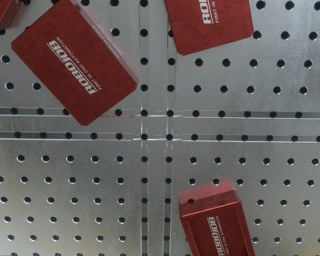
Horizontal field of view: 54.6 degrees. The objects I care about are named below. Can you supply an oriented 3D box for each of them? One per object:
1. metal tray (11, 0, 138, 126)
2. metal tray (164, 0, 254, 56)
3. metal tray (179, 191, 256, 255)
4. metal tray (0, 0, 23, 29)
[{"bbox_3d":[-0.101,-0.078,0.381,0.090,0.030,0.130,-36,107,12],"label":"metal tray"},{"bbox_3d":[0.048,-0.158,0.353,0.090,0.030,0.129,-15,110,5],"label":"metal tray"},{"bbox_3d":[0.090,0.167,0.472,0.090,0.030,0.129,-17,109,6],"label":"metal tray"},{"bbox_3d":[-0.187,-0.187,0.340,0.090,0.030,0.130,35,106,-12],"label":"metal tray"}]
